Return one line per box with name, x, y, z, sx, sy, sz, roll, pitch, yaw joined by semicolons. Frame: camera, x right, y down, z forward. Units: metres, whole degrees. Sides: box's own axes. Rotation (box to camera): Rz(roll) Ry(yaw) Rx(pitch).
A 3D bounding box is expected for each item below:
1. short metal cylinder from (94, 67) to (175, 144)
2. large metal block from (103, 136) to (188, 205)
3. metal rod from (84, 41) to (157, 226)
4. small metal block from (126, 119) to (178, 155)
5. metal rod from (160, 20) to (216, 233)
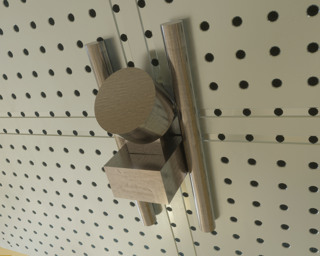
short metal cylinder;-0.030;-0.025;0.368;0.080;0.050;0.080;-8;71;25
large metal block;-0.013;0.051;0.411;0.080;0.080;0.050;1;119;28
metal rod;-0.050;0.024;0.452;0.025;0.025;0.298;1;119;28
small metal block;-0.010;0.010;0.406;0.050;0.050;0.025;1;119;27
metal rod;0.042;0.017;0.400;0.025;0.025;0.298;2;119;27
